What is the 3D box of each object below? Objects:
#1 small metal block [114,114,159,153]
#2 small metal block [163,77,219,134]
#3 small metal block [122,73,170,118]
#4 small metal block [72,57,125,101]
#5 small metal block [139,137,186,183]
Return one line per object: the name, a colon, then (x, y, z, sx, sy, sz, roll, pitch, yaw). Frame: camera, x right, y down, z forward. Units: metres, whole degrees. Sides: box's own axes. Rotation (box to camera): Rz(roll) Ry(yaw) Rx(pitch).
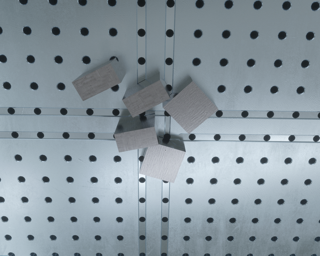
small metal block: (-0.029, 0.006, 0.402, 0.050, 0.050, 0.025, -11, 110, 3)
small metal block: (0.039, -0.029, 0.403, 0.050, 0.025, 0.050, -41, 106, 13)
small metal block: (-0.016, -0.042, 0.384, 0.050, 0.050, 0.025, -27, 108, 9)
small metal block: (-0.073, -0.061, 0.377, 0.050, 0.050, 0.025, -25, 109, 8)
small metal block: (0.003, 0.043, 0.429, 0.050, 0.025, 0.050, 17, 109, -7)
